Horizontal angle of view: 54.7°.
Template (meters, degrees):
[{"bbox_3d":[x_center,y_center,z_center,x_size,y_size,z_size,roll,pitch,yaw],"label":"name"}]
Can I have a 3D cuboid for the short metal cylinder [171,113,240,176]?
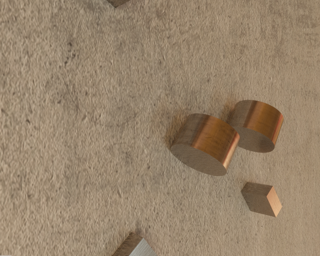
[{"bbox_3d":[0.062,0.024,0.423,0.080,0.080,0.050,43,64,-32],"label":"short metal cylinder"}]

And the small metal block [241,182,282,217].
[{"bbox_3d":[0.177,0.124,0.541,0.025,0.050,0.050,-45,117,-31],"label":"small metal block"}]

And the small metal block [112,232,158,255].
[{"bbox_3d":[-0.031,0.167,0.381,0.050,0.025,0.050,-46,118,-30],"label":"small metal block"}]

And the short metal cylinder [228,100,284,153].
[{"bbox_3d":[0.151,-0.002,0.498,0.080,0.080,0.050,40,66,-33],"label":"short metal cylinder"}]

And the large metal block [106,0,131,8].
[{"bbox_3d":[-0.051,-0.199,0.347,0.080,0.050,0.080,34,69,-35],"label":"large metal block"}]
